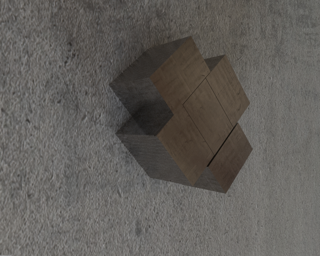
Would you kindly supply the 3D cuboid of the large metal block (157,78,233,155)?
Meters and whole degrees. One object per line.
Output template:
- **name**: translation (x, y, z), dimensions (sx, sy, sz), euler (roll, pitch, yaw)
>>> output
- **large metal block**: translation (0.034, -0.013, 0.402), dimensions (0.050, 0.080, 0.080), euler (-50, 120, -28)

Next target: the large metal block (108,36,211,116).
- **large metal block**: translation (-0.001, -0.060, 0.372), dimensions (0.080, 0.080, 0.050), euler (-50, 120, -29)

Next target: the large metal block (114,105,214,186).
- **large metal block**: translation (0.005, 0.020, 0.377), dimensions (0.050, 0.080, 0.080), euler (-50, 120, -28)

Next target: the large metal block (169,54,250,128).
- **large metal block**: translation (0.063, -0.047, 0.426), dimensions (0.050, 0.080, 0.080), euler (-50, 120, -28)

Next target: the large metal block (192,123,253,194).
- **large metal block**: translation (0.067, 0.038, 0.430), dimensions (0.080, 0.080, 0.050), euler (-50, 120, -29)
